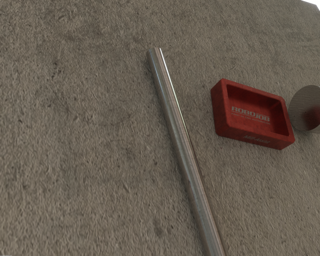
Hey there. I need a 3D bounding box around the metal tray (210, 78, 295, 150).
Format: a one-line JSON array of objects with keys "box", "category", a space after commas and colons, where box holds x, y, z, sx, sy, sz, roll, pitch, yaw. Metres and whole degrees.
[{"box": [0.148, -0.021, 0.495, 0.131, 0.030, 0.090, 13, 56, -22], "category": "metal tray"}]

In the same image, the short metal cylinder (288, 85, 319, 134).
[{"box": [0.273, -0.030, 0.538, 0.050, 0.080, 0.080, 9, 58, -24], "category": "short metal cylinder"}]

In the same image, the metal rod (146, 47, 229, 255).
[{"box": [0.029, 0.018, 0.409, 0.025, 0.025, 0.299, -2, 63, -29], "category": "metal rod"}]
